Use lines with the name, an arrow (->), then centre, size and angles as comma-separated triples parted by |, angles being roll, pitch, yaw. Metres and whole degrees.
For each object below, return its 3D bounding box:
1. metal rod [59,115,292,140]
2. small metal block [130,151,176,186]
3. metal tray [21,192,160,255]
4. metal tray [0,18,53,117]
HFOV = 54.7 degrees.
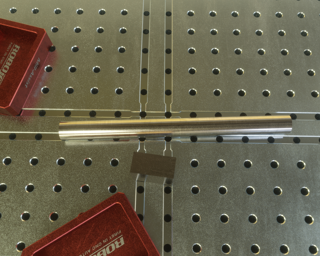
metal rod -> 0.021, -0.001, 0.412 | 0.302, 0.025, 0.025 | -2, 70, -1
small metal block -> -0.008, 0.051, 0.380 | 0.050, 0.050, 0.025 | 8, 70, 2
metal tray -> -0.077, 0.145, 0.354 | 0.131, 0.030, 0.090 | -30, 73, -11
metal tray -> -0.222, -0.089, 0.438 | 0.090, 0.030, 0.130 | 15, 70, 5
